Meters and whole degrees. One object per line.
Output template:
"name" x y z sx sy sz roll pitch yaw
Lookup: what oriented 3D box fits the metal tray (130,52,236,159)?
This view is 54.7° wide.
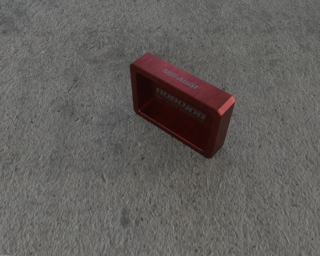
"metal tray" 0.023 -0.028 0.386 0.130 0.089 0.030 32 57 24
